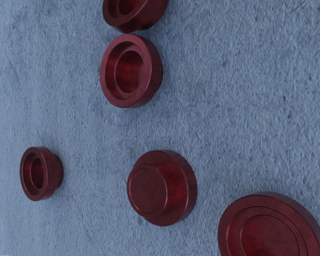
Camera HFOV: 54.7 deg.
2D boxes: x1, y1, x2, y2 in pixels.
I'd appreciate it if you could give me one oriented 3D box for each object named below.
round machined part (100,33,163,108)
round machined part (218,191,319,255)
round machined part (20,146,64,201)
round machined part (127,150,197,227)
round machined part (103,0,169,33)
[{"bbox_3d":[-0.034,-0.075,0.423,0.098,0.042,0.097,0,90,40],"label":"round machined part"},{"bbox_3d":[0.110,0.111,0.303,0.098,0.042,0.097,0,90,40],"label":"round machined part"},{"bbox_3d":[-0.215,0.082,0.572,0.098,0.042,0.097,0,90,40],"label":"round machined part"},{"bbox_3d":[-0.004,0.078,0.398,0.098,0.042,0.097,0,90,40],"label":"round machined part"},{"bbox_3d":[-0.027,-0.169,0.406,0.098,0.042,0.098,-15,65,37],"label":"round machined part"}]
